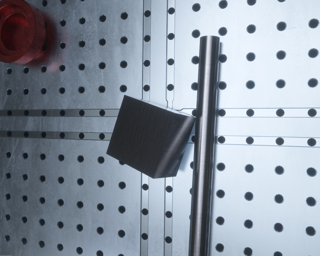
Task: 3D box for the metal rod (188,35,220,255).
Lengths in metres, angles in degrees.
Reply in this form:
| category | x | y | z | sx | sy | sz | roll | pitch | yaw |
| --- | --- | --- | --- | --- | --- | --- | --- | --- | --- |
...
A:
| category | x | y | z | sx | sy | sz | roll | pitch | yaw |
| --- | --- | --- | --- | --- | --- | --- | --- | --- | --- |
| metal rod | 0.055 | 0.036 | 0.392 | 0.025 | 0.025 | 0.298 | 3 | 91 | 20 |

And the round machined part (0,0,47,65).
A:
| category | x | y | z | sx | sy | sz | roll | pitch | yaw |
| --- | --- | --- | --- | --- | --- | --- | --- | --- | --- |
| round machined part | -0.217 | -0.146 | 0.480 | 0.098 | 0.042 | 0.097 | 0 | 90 | 20 |

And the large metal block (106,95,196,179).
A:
| category | x | y | z | sx | sy | sz | roll | pitch | yaw |
| --- | --- | --- | --- | --- | --- | --- | --- | --- | --- |
| large metal block | -0.012 | 0.010 | 0.393 | 0.080 | 0.050 | 0.080 | 22 | 98 | 33 |
